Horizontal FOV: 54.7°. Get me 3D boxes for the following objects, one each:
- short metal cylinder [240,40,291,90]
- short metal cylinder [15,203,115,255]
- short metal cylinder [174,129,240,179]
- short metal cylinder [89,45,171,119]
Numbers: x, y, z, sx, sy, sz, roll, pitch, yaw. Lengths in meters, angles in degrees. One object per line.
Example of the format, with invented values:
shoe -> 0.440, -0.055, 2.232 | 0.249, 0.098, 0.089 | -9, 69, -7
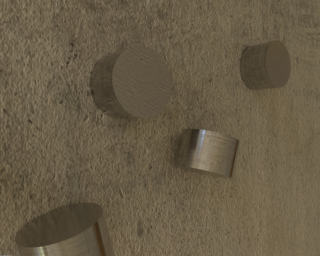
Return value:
short metal cylinder -> 0.185, -0.108, 0.543 | 0.081, 0.050, 0.080 | 0, 90, -40
short metal cylinder -> -0.088, 0.112, 0.295 | 0.081, 0.080, 0.050 | -20, 103, -38
short metal cylinder -> 0.064, 0.036, 0.423 | 0.080, 0.080, 0.050 | 21, 77, -38
short metal cylinder -> -0.034, -0.051, 0.360 | 0.081, 0.050, 0.080 | 0, 90, -40
